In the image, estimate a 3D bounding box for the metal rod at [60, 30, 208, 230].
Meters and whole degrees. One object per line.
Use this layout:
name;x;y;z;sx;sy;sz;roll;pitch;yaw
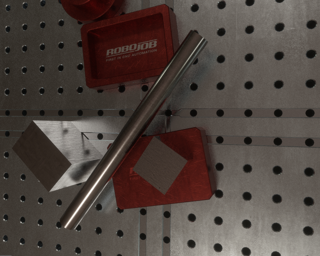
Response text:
metal rod;-0.039;0.011;0.393;0.025;0.025;0.299;39;102;15

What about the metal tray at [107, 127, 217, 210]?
metal tray;0.001;0.054;0.409;0.130;0.030;0.089;-11;86;19

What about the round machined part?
round machined part;-0.102;-0.201;0.438;0.098;0.042;0.097;0;90;19

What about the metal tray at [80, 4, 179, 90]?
metal tray;-0.041;-0.106;0.423;0.130;0.030;0.089;-7;88;19

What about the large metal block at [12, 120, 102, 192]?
large metal block;-0.138;0.035;0.430;0.080;0.080;0.050;44;104;14

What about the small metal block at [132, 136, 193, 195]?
small metal block;0.003;0.044;0.378;0.050;0.025;0.050;36;101;16
